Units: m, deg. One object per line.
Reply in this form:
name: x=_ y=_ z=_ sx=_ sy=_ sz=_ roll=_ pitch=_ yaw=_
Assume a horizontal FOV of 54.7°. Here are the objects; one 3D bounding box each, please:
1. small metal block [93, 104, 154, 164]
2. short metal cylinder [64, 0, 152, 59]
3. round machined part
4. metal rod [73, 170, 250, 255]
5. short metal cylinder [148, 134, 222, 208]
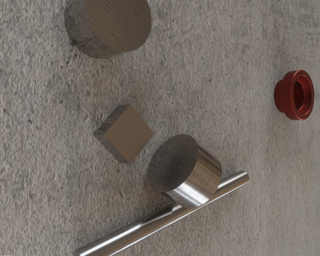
small metal block: x=-0.042 y=0.007 z=0.369 sx=0.050 sy=0.025 sz=0.050 roll=52 pitch=59 yaw=-27
short metal cylinder: x=-0.056 y=-0.120 z=0.341 sx=0.081 sy=0.050 sz=0.079 roll=0 pitch=90 yaw=-40
round machined part: x=0.263 y=-0.064 z=0.614 sx=0.099 sy=0.042 sz=0.097 roll=0 pitch=90 yaw=-40
metal rod: x=0.027 y=0.113 z=0.427 sx=0.302 sy=0.025 sz=0.025 roll=-15 pitch=100 yaw=-39
short metal cylinder: x=0.031 y=0.055 z=0.395 sx=0.050 sy=0.080 sz=0.080 roll=38 pitch=67 yaw=-34
